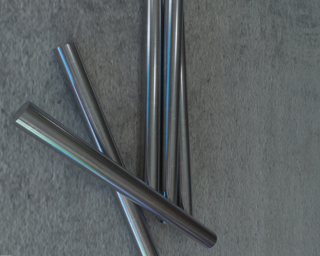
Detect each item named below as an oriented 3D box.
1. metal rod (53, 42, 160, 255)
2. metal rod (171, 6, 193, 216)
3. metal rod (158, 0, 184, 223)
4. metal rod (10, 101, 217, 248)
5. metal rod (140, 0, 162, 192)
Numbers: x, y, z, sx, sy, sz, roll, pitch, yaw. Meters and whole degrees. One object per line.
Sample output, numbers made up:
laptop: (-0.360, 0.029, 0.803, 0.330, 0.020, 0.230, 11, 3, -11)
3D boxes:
metal rod: (-0.052, 0.051, 0.362, 0.025, 0.025, 0.298, -31, 109, -36)
metal rod: (0.027, -0.023, 0.429, 0.025, 0.025, 0.298, -5, 93, -40)
metal rod: (0.014, -0.025, 0.405, 0.025, 0.025, 0.298, -1, 95, -40)
metal rod: (-0.027, 0.070, 0.350, 0.300, 0.025, 0.025, 42, 65, -32)
metal rod: (-0.011, -0.063, 0.397, 0.025, 0.025, 0.298, 2, 89, -40)
